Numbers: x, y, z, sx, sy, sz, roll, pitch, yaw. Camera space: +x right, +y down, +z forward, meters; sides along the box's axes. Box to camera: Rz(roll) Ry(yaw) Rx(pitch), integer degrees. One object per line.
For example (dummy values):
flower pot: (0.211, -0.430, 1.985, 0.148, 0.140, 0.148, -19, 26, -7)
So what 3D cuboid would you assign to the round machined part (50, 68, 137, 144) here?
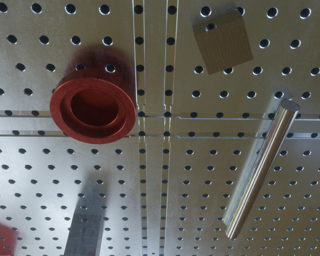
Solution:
round machined part: (-0.077, -0.030, 0.374, 0.099, 0.042, 0.097, -1, 130, 0)

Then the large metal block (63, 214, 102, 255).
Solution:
large metal block: (-0.135, 0.212, 0.554, 0.050, 0.080, 0.079, 5, 130, -5)

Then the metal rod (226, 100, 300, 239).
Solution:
metal rod: (0.149, 0.084, 0.485, 0.025, 0.025, 0.298, 4, 130, -4)

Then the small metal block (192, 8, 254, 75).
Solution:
small metal block: (0.068, -0.092, 0.334, 0.050, 0.025, 0.050, -18, 128, 14)
